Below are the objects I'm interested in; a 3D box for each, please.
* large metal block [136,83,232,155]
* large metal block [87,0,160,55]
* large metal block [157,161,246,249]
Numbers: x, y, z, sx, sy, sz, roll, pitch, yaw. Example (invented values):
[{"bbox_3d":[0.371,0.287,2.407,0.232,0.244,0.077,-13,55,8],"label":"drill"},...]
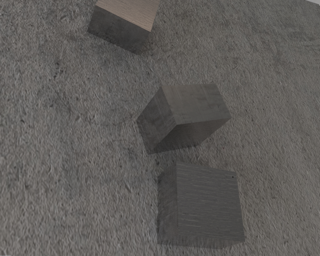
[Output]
[{"bbox_3d":[0.027,-0.011,0.390,0.081,0.080,0.050,-7,66,-32],"label":"large metal block"},{"bbox_3d":[-0.053,-0.168,0.462,0.080,0.050,0.080,22,53,-15],"label":"large metal block"},{"bbox_3d":[0.044,0.090,0.356,0.081,0.050,0.080,13,56,-21],"label":"large metal block"}]
